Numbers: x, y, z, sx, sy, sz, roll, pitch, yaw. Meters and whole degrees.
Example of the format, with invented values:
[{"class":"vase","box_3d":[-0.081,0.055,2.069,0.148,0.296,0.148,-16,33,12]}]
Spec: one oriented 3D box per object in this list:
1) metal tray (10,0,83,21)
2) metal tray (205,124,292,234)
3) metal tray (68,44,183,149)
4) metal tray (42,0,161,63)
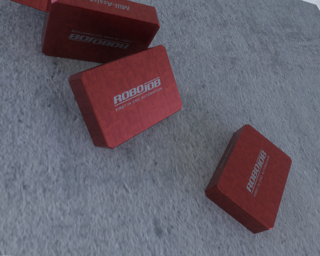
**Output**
[{"class":"metal tray","box_3d":[-0.145,-0.194,0.415,0.091,0.030,0.130,13,37,-21]},{"class":"metal tray","box_3d":[0.127,0.066,0.431,0.090,0.030,0.130,39,51,-3]},{"class":"metal tray","box_3d":[-0.035,-0.042,0.381,0.131,0.030,0.089,-31,110,-38]},{"class":"metal tray","box_3d":[-0.077,-0.124,0.397,0.131,0.090,0.030,3,61,-27]}]
